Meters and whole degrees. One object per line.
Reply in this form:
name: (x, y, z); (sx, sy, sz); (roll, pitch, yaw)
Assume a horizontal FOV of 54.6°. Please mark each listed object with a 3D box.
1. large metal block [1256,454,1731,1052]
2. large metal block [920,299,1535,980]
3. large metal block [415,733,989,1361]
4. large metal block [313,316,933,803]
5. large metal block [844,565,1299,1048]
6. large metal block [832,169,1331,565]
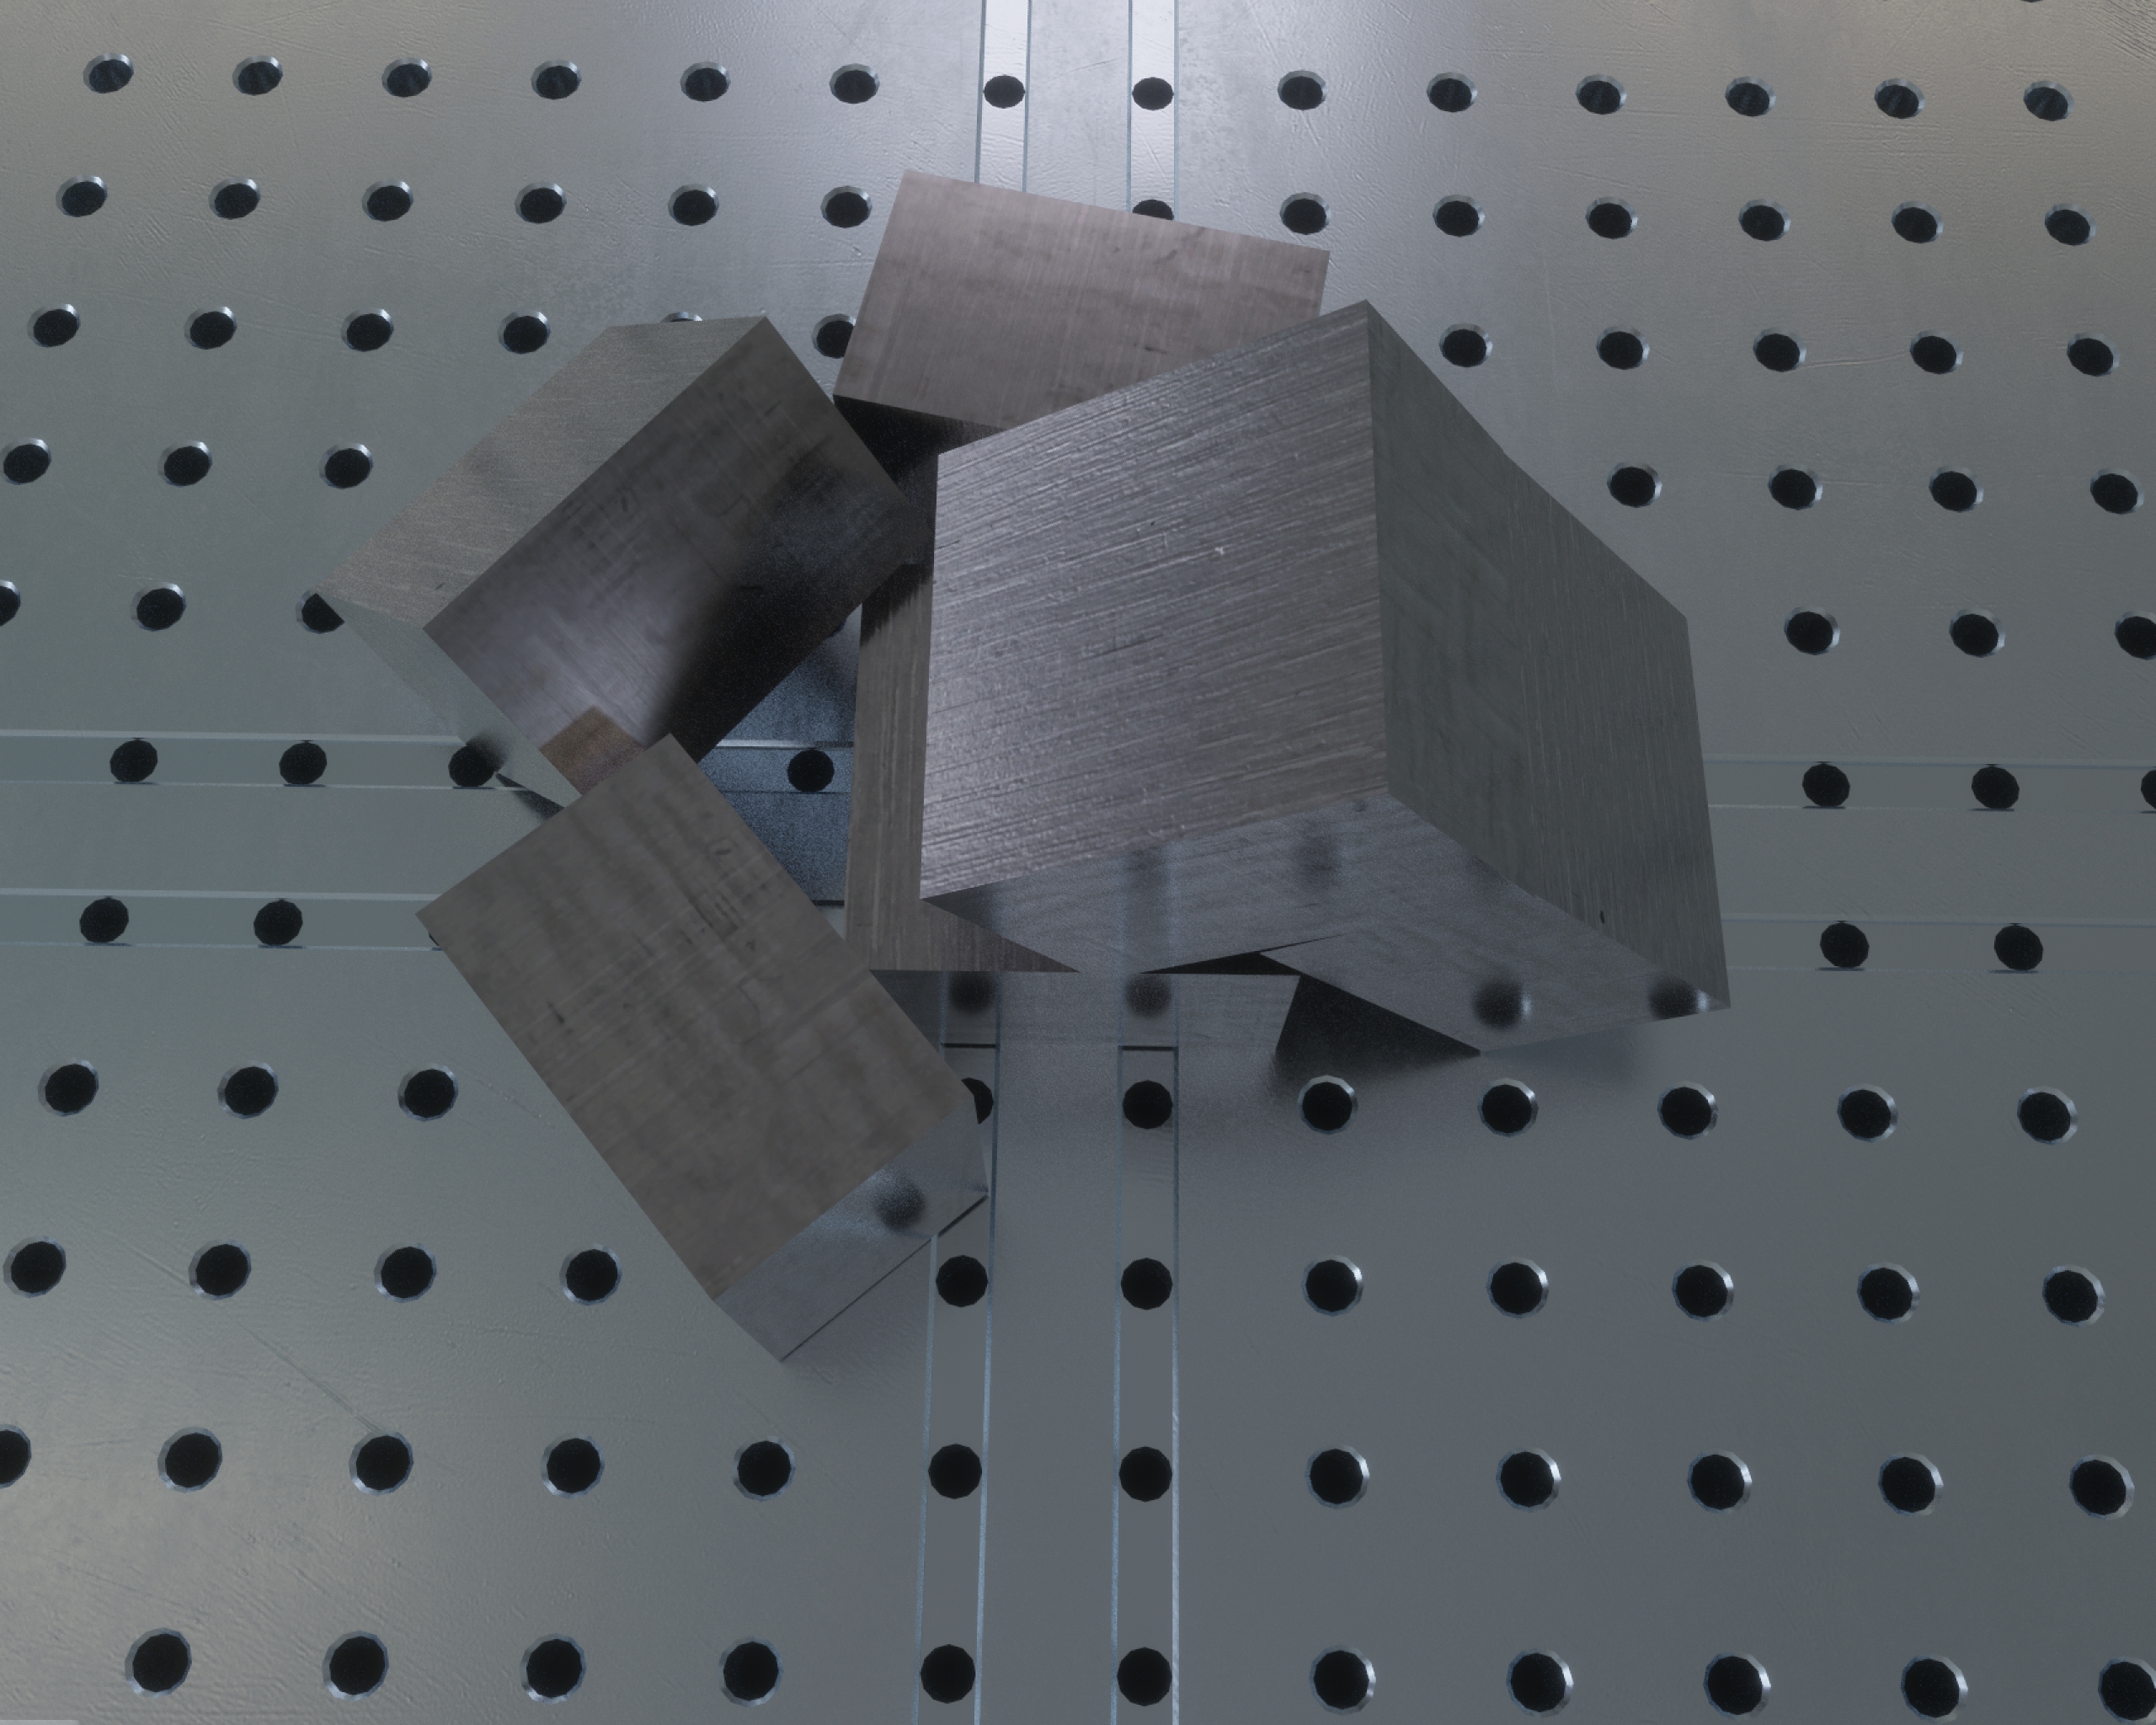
large metal block: (0.075, -0.016, 0.380); (0.050, 0.080, 0.080); (-15, 65, 35)
large metal block: (0.023, -0.032, 0.337); (0.080, 0.050, 0.080); (-13, 65, 32)
large metal block: (-0.062, 0.036, 0.368); (0.050, 0.080, 0.080); (-38, 75, -13)
large metal block: (-0.088, -0.057, 0.396); (0.080, 0.080, 0.050); (-47, 121, -15)
large metal block: (-0.001, -0.010, 0.402); (0.080, 0.050, 0.080); (1, 70, 0)
large metal block: (0.002, -0.084, 0.414); (0.080, 0.080, 0.050); (12, 71, 5)
